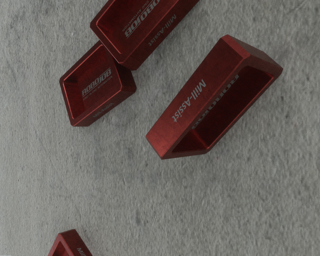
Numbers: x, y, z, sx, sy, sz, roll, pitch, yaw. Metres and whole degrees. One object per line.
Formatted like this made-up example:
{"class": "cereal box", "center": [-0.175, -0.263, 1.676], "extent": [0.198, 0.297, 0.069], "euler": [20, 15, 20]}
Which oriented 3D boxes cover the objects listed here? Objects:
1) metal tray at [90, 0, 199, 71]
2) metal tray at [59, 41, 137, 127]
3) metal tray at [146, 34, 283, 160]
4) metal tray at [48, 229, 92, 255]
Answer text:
{"class": "metal tray", "center": [-0.022, -0.150, 0.397], "extent": [0.130, 0.030, 0.090], "euler": [-45, 63, 14]}
{"class": "metal tray", "center": [-0.101, -0.068, 0.482], "extent": [0.130, 0.030, 0.090], "euler": [-30, 71, 35]}
{"class": "metal tray", "center": [0.055, -0.024, 0.315], "extent": [0.129, 0.091, 0.030], "euler": [-52, 60, 27]}
{"class": "metal tray", "center": [-0.139, 0.247, 0.513], "extent": [0.130, 0.030, 0.089], "euler": [43, 115, 31]}
